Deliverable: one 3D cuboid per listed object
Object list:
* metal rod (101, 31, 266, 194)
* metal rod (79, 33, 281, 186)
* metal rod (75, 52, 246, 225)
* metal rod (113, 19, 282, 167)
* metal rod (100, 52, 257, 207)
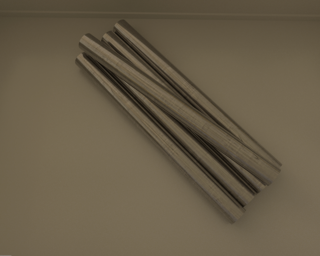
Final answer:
[{"bbox_3d":[0.026,-0.030,0.419,0.025,0.025,0.300,-41,75,-14],"label":"metal rod"},{"bbox_3d":[0.016,-0.030,0.392,0.300,0.025,0.025,37,74,12],"label":"metal rod"},{"bbox_3d":[-0.009,0.004,0.407,0.025,0.025,0.300,-41,75,-14],"label":"metal rod"},{"bbox_3d":[0.042,-0.049,0.426,0.025,0.025,0.300,-41,75,-14],"label":"metal rod"},{"bbox_3d":[0.007,-0.015,0.414,0.025,0.025,0.300,-41,75,-14],"label":"metal rod"}]
